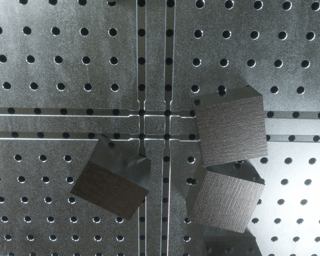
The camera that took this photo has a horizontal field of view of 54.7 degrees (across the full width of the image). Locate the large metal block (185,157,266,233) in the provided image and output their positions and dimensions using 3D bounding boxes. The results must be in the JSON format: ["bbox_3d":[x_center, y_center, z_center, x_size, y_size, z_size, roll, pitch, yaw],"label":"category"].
[{"bbox_3d":[0.088,0.092,0.435,0.081,0.050,0.079,15,109,-6],"label":"large metal block"}]

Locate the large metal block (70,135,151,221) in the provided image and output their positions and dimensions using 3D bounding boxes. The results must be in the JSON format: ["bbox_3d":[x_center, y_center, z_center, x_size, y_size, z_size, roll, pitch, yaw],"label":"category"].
[{"bbox_3d":[-0.060,0.062,0.406,0.080,0.080,0.050,29,107,-11],"label":"large metal block"}]

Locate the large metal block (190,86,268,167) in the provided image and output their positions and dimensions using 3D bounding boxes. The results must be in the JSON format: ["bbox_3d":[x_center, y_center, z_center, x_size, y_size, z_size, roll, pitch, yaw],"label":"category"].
[{"bbox_3d":[0.088,-0.003,0.400,0.080,0.050,0.079,-11,110,3],"label":"large metal block"}]

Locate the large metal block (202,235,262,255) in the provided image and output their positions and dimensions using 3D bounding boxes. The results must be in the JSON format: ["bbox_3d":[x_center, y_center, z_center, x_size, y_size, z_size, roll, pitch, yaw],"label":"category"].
[{"bbox_3d":[0.108,0.217,0.482,0.081,0.050,0.079,1,110,-1],"label":"large metal block"}]

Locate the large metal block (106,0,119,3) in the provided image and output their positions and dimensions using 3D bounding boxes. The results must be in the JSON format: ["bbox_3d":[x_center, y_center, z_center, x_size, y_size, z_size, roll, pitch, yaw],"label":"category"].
[{"bbox_3d":[-0.033,-0.189,0.330,0.080,0.050,0.080,-20,109,7],"label":"large metal block"}]
